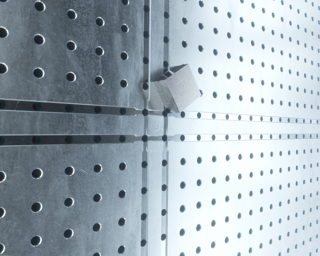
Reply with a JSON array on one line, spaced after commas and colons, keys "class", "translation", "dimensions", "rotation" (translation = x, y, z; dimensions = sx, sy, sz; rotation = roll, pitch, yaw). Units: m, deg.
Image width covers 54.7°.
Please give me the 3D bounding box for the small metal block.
[{"class": "small metal block", "translation": [0.025, -0.055, 0.432], "dimensions": [0.050, 0.025, 0.050], "rotation": [-40, 114, -33]}]
